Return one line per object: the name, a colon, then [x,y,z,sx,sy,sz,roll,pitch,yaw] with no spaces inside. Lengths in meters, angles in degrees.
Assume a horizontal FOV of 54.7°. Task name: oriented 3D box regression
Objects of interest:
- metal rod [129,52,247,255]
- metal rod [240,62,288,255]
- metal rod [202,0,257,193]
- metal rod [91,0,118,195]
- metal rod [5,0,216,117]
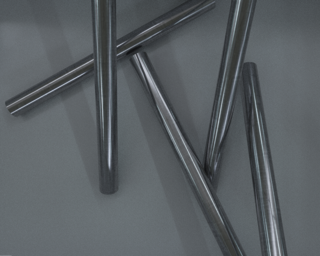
metal rod: [0.035,0.039,0.389,0.025,0.025,0.299,-26,82,0]
metal rod: [0.117,0.055,0.351,0.025,0.025,0.299,0,65,0]
metal rod: [0.078,-0.052,0.352,0.025,0.025,0.298,6,115,0]
metal rod: [-0.061,-0.054,0.350,0.025,0.025,0.298,3,115,0]
metal rod: [-0.064,-0.098,0.410,0.301,0.025,0.025,-29,90,0]
